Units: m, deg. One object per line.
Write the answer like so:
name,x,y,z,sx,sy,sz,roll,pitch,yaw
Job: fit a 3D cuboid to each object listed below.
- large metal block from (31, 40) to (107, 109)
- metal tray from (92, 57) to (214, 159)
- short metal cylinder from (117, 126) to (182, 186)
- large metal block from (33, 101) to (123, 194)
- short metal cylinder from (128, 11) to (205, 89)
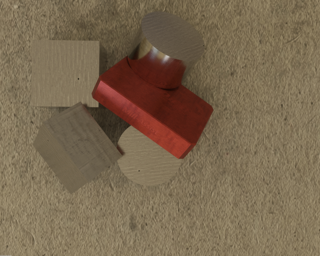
large metal block,-0.113,-0.065,0.396,0.081,0.050,0.080,1,90,0
metal tray,-0.005,-0.032,0.380,0.130,0.090,0.030,36,130,0
short metal cylinder,-0.013,0.030,0.399,0.081,0.050,0.080,0,90,0
large metal block,-0.103,0.027,0.376,0.050,0.080,0.080,-38,91,-36
short metal cylinder,0.007,-0.095,0.379,0.081,0.050,0.080,14,53,-18
